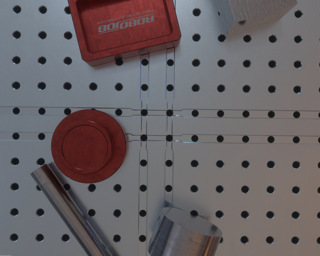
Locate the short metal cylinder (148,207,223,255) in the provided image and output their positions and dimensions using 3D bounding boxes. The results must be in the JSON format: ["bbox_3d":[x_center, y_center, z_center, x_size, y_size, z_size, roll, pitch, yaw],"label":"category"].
[{"bbox_3d":[0.031,0.139,0.386,0.080,0.080,0.050,20,90,0],"label":"short metal cylinder"}]

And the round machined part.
[{"bbox_3d":[-0.093,0.024,0.404,0.099,0.042,0.097,0,90,0],"label":"round machined part"}]

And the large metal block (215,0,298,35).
[{"bbox_3d":[0.117,-0.178,0.402,0.080,0.050,0.080,-18,90,0],"label":"large metal block"}]

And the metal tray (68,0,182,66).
[{"bbox_3d":[-0.045,-0.142,0.410,0.131,0.030,0.089,-14,90,0],"label":"metal tray"}]

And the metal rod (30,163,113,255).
[{"bbox_3d":[-0.075,0.177,0.412,0.025,0.025,0.299,-35,90,0],"label":"metal rod"}]
